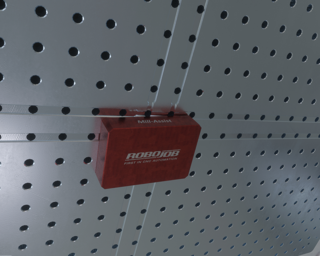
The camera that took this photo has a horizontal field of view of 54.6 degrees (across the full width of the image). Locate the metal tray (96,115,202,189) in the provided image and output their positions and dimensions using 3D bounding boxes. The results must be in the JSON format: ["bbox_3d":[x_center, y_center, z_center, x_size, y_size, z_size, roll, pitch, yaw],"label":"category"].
[{"bbox_3d":[-0.015,0.031,0.418,0.131,0.030,0.089,-3,120,-27],"label":"metal tray"}]
